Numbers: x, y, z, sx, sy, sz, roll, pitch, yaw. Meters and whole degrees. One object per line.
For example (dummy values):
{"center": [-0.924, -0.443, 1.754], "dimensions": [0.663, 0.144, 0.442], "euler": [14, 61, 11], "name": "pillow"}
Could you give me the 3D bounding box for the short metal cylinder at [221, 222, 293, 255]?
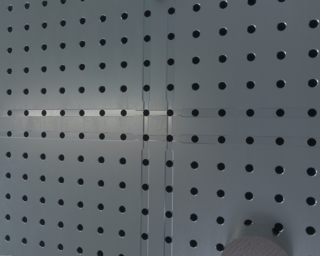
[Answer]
{"center": [0.113, 0.157, 0.359], "dimensions": [0.080, 0.050, 0.079], "euler": [0, 90, 20], "name": "short metal cylinder"}
